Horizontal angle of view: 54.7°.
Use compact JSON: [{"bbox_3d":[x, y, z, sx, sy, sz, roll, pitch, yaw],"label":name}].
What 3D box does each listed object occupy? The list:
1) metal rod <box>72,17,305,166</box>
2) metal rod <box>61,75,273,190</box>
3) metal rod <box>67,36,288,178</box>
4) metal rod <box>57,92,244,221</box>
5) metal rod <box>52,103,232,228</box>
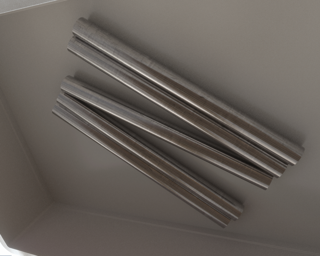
[{"bbox_3d":[0.027,-0.047,0.364,0.301,0.025,0.025,32,129,7],"label":"metal rod"},{"bbox_3d":[0.001,0.001,0.407,0.301,0.025,0.025,26,128,12],"label":"metal rod"},{"bbox_3d":[0.016,-0.030,0.380,0.301,0.025,0.025,32,129,7],"label":"metal rod"},{"bbox_3d":[-0.017,0.035,0.438,0.301,0.025,0.025,33,129,6],"label":"metal rod"},{"bbox_3d":[-0.029,0.050,0.453,0.301,0.025,0.025,33,129,6],"label":"metal rod"}]
